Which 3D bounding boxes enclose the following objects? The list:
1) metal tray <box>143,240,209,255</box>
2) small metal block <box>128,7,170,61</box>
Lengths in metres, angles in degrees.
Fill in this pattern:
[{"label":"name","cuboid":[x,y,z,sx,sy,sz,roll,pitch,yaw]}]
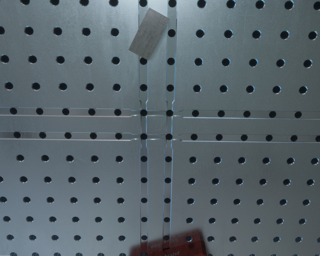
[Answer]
[{"label":"metal tray","cuboid":[0.022,0.241,0.500,0.131,0.030,0.090,-18,109,6]},{"label":"small metal block","cuboid":[-0.012,-0.110,0.359,0.025,0.050,0.050,26,108,-9]}]
